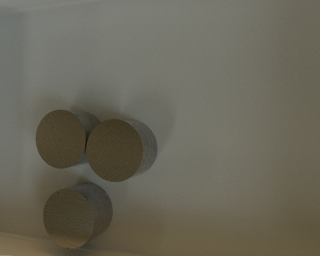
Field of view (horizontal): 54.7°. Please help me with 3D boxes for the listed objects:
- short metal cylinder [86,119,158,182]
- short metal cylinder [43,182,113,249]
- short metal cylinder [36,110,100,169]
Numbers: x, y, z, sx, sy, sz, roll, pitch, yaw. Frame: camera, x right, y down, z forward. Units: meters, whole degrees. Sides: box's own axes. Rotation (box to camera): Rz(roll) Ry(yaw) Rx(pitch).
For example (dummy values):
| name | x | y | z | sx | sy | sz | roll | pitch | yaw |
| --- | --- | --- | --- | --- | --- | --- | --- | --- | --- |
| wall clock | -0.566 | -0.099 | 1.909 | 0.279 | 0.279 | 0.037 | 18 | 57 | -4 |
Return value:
| name | x | y | z | sx | sy | sz | roll | pitch | yaw |
| --- | --- | --- | --- | --- | --- | --- | --- | --- | --- |
| short metal cylinder | -0.050 | 0.028 | 0.414 | 0.080 | 0.050 | 0.079 | 0 | 90 | 19 |
| short metal cylinder | -0.114 | 0.121 | 0.436 | 0.080 | 0.050 | 0.079 | 0 | 90 | 19 |
| short metal cylinder | -0.126 | 0.015 | 0.440 | 0.080 | 0.050 | 0.079 | 0 | 90 | 19 |
